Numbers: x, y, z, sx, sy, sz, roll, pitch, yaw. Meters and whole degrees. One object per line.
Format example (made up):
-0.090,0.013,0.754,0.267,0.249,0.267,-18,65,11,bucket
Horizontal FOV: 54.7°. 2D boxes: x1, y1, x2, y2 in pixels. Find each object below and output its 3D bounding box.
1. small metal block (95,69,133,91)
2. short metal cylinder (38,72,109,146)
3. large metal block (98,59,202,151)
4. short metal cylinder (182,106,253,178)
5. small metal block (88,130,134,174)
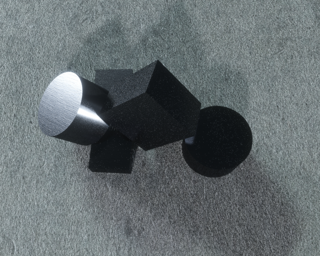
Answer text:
-0.063,-0.053,0.428,0.050,0.025,0.050,-1,70,-1,small metal block
-0.104,-0.022,0.384,0.080,0.050,0.080,-13,67,33,short metal cylinder
-0.011,-0.022,0.368,0.080,0.080,0.050,41,48,-30,large metal block
0.069,0.019,0.390,0.081,0.050,0.080,0,70,0,short metal cylinder
-0.061,0.031,0.397,0.050,0.025,0.050,3,70,0,small metal block
